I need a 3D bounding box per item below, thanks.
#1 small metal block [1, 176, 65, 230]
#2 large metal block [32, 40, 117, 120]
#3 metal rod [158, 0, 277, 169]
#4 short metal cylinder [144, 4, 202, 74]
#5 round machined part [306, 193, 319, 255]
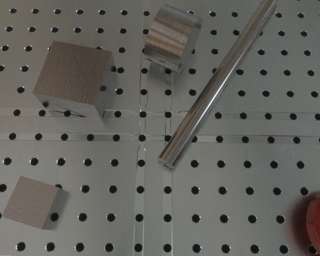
[{"bbox_3d":[-0.152,0.091,0.377,0.050,0.025,0.050,16,71,5],"label":"small metal block"},{"bbox_3d":[-0.112,-0.064,0.420,0.080,0.050,0.080,12,70,4],"label":"large metal block"},{"bbox_3d":[0.089,-0.073,0.439,0.025,0.025,0.300,31,73,10],"label":"metal rod"},{"bbox_3d":[0.019,-0.122,0.427,0.050,0.080,0.080,25,72,8],"label":"short metal cylinder"},{"bbox_3d":[0.220,0.117,0.363,0.099,0.042,0.098,0,70,-1],"label":"round machined part"}]
